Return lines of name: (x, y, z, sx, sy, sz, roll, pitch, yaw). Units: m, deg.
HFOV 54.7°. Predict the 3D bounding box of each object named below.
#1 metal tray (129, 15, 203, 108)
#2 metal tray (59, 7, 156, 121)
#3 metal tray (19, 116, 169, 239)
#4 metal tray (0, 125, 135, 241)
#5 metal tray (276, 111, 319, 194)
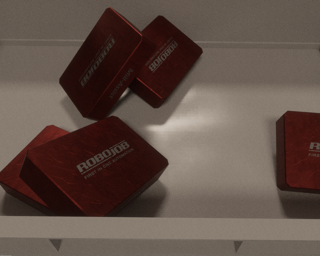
metal tray: (-0.002, -0.102, 0.463, 0.090, 0.030, 0.130, 39, 56, -4)
metal tray: (-0.075, -0.085, 0.420, 0.130, 0.030, 0.090, -51, 57, 15)
metal tray: (-0.060, 0.040, 0.319, 0.090, 0.030, 0.131, 40, 32, 13)
metal tray: (-0.102, 0.057, 0.353, 0.130, 0.030, 0.090, 22, 53, 17)
metal tray: (0.205, 0.031, 0.358, 0.131, 0.030, 0.090, 5, 72, 3)
